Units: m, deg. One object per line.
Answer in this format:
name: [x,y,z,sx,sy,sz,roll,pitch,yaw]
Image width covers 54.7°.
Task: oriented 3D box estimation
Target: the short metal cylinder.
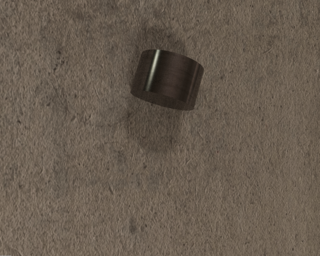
short metal cylinder: [0.009,-0.057,0.384,0.081,0.080,0.050,17,84,-20]
